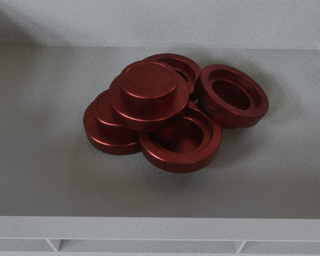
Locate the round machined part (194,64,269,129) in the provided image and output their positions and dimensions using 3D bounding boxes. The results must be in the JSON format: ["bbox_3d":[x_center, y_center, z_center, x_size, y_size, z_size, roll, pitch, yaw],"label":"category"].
[{"bbox_3d":[0.089,-0.037,0.410,0.099,0.042,0.098,14,45,-15],"label":"round machined part"}]

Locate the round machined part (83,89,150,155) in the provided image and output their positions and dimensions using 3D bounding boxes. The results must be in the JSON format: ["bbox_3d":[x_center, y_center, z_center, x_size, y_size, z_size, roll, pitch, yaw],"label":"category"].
[{"bbox_3d":[-0.050,-0.016,0.403,0.099,0.042,0.098,0,50,0],"label":"round machined part"}]

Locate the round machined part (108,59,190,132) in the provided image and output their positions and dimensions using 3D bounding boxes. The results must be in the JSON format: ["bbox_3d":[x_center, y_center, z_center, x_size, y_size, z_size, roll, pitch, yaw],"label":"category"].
[{"bbox_3d":[-0.013,-0.046,0.374,0.099,0.042,0.098,0,50,0],"label":"round machined part"}]

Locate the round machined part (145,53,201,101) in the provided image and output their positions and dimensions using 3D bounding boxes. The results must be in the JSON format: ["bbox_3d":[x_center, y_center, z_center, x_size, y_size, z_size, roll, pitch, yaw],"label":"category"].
[{"bbox_3d":[0.011,-0.060,0.443,0.099,0.042,0.098,0,50,0],"label":"round machined part"}]

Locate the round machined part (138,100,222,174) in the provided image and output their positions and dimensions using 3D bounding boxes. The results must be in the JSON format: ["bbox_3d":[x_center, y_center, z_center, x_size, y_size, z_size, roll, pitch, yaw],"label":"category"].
[{"bbox_3d":[0.024,0.014,0.380,0.099,0.042,0.098,0,50,0],"label":"round machined part"}]
